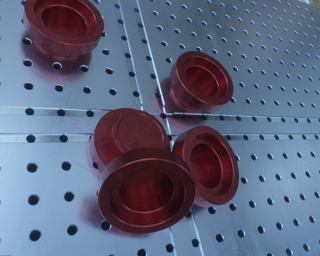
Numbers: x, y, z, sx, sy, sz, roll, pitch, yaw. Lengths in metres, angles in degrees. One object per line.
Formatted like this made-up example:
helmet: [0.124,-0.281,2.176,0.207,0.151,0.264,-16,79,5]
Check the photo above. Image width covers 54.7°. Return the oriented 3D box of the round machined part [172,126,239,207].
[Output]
round machined part: [0.051,0.050,0.386,0.099,0.042,0.098,19,59,-35]

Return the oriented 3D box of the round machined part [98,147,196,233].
round machined part: [-0.015,0.061,0.327,0.099,0.097,0.042,17,24,-19]

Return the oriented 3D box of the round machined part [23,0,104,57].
round machined part: [-0.128,-0.134,0.411,0.099,0.042,0.098,14,56,-21]

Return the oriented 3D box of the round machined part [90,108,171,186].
round machined part: [-0.030,0.017,0.372,0.099,0.042,0.098,14,56,-21]

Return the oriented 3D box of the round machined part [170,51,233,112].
round machined part: [0.059,-0.065,0.471,0.099,0.042,0.098,14,56,-21]
